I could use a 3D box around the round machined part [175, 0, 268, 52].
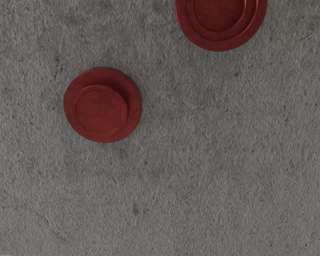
[{"bbox_3d":[0.066,-0.138,0.350,0.099,0.042,0.097,0,110,0],"label":"round machined part"}]

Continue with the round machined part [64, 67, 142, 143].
[{"bbox_3d":[-0.072,-0.025,0.391,0.099,0.042,0.097,0,110,0],"label":"round machined part"}]
